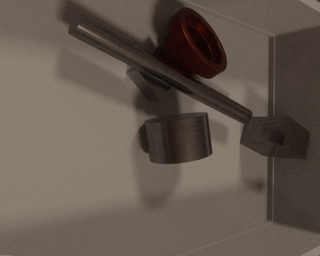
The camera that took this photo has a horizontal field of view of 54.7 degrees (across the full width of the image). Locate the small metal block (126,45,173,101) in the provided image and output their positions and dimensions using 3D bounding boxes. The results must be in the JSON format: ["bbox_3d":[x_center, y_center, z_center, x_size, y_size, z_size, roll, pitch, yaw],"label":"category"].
[{"bbox_3d":[-0.008,-0.070,0.402,0.050,0.025,0.050,51,60,-28],"label":"small metal block"}]

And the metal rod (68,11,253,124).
[{"bbox_3d":[0.026,-0.061,0.398,0.302,0.025,0.025,21,77,-39],"label":"metal rod"}]

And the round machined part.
[{"bbox_3d":[0.044,-0.108,0.418,0.098,0.042,0.098,30,45,-35],"label":"round machined part"}]

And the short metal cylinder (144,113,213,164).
[{"bbox_3d":[0.023,0.011,0.393,0.081,0.080,0.050,-14,99,-40],"label":"short metal cylinder"}]

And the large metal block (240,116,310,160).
[{"bbox_3d":[0.202,0.017,0.543,0.080,0.080,0.050,25,74,-38],"label":"large metal block"}]
